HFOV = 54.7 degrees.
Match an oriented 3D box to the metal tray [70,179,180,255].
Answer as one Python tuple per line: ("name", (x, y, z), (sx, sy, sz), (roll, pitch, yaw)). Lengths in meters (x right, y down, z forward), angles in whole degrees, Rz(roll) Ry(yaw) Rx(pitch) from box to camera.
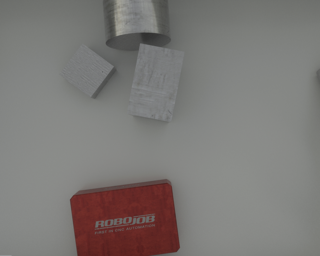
("metal tray", (-0.045, 0.122, 0.408), (0.131, 0.030, 0.089), (-8, 90, -1))

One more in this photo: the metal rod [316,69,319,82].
("metal rod", (0.245, 0.056, 0.354), (0.025, 0.025, 0.299), (-9, 65, 0))

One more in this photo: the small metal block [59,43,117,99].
("small metal block", (-0.094, -0.074, 0.410), (0.050, 0.025, 0.050), (37, 90, -1))

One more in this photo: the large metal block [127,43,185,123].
("large metal block", (-0.005, -0.051, 0.384), (0.050, 0.080, 0.080), (11, 90, 0))

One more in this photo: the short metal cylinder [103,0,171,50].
("short metal cylinder", (-0.028, -0.131, 0.383), (0.081, 0.080, 0.050), (-4, 90, -1))
